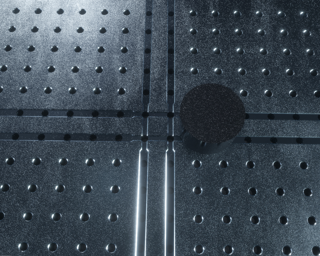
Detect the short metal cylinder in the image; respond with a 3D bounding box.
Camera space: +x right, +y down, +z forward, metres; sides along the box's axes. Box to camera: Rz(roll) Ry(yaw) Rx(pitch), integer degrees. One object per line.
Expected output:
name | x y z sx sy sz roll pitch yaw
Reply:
short metal cylinder | 0.065 -0.011 0.403 0.080 0.050 0.080 0 70 0
